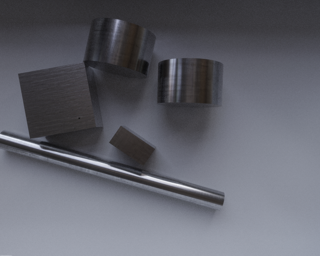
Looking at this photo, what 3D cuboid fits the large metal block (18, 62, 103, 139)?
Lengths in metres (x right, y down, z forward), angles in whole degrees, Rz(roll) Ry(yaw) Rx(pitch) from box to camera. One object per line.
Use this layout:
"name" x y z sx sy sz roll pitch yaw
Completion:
"large metal block" -0.124 -0.033 0.397 0.080 0.050 0.080 -10 90 -1

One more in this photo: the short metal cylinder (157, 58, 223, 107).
"short metal cylinder" 0.037 -0.053 0.384 0.081 0.080 0.050 2 90 -1

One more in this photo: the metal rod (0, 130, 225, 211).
"metal rod" -0.063 0.056 0.410 0.302 0.025 0.025 16 90 -1

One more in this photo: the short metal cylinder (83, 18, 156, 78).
"short metal cylinder" -0.050 -0.096 0.383 0.080 0.080 0.050 12 90 -1

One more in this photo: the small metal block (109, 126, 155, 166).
"small metal block" -0.034 0.021 0.399 0.050 0.050 0.025 34 90 -1
